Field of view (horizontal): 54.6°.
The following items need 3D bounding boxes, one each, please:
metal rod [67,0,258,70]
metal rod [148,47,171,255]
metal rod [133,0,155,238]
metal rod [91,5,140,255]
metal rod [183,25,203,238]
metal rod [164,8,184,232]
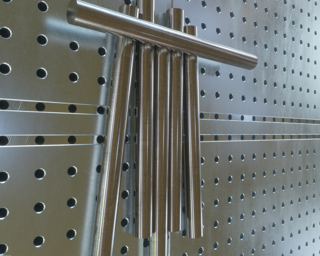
[{"bbox_3d":[0.030,-0.110,0.400,0.302,0.025,0.025,2,89,-40],"label":"metal rod"},{"bbox_3d":[-0.001,0.042,0.407,0.025,0.025,0.298,1,90,-40],"label":"metal rod"},{"bbox_3d":[-0.020,-0.014,0.391,0.025,0.025,0.298,1,90,-40],"label":"metal rod"},{"bbox_3d":[-0.052,0.005,0.363,0.025,0.025,0.299,10,84,-40],"label":"metal rod"},{"bbox_3d":[0.045,0.007,0.446,0.025,0.025,0.298,-3,92,-40],"label":"metal rod"},{"bbox_3d":[0.019,-0.011,0.425,0.025,0.025,0.298,1,89,-40],"label":"metal rod"}]
